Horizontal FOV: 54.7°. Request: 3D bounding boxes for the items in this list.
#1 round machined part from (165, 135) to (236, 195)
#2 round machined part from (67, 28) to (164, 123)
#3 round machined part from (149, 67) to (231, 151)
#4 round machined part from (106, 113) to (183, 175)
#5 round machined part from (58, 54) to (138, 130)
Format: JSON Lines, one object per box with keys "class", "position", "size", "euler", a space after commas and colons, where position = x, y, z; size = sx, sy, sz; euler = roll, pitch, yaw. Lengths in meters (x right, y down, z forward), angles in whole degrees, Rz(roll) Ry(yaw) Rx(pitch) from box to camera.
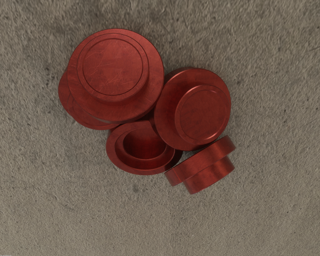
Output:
{"class": "round machined part", "position": [0.058, 0.052, 0.407], "size": [0.098, 0.099, 0.042], "euler": [-35, 81, 26]}
{"class": "round machined part", "position": [-0.045, -0.055, 0.312], "size": [0.099, 0.097, 0.042], "euler": [1, 172, -1]}
{"class": "round machined part", "position": [0.040, -0.019, 0.353], "size": [0.099, 0.042, 0.097], "euler": [-6, 108, -20]}
{"class": "round machined part", "position": [-0.020, 0.015, 0.410], "size": [0.099, 0.042, 0.097], "euler": [-1, 130, 0]}
{"class": "round machined part", "position": [-0.071, -0.036, 0.368], "size": [0.099, 0.042, 0.097], "euler": [-1, 130, 0]}
